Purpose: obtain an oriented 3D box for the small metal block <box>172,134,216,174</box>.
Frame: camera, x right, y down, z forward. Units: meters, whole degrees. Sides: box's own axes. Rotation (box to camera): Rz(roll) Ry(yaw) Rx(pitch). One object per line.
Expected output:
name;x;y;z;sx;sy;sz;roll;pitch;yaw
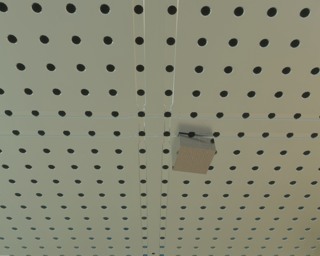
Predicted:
small metal block;0.047;0.038;0.445;0.050;0.025;0.050;8;130;-7
